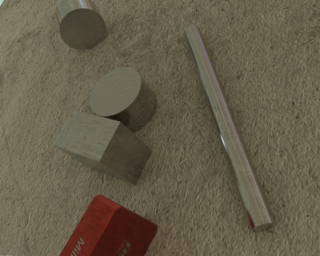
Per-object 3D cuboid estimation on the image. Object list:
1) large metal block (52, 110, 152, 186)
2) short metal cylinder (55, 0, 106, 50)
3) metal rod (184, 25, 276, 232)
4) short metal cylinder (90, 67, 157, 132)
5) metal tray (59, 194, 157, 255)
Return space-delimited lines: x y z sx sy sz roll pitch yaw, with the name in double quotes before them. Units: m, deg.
"large metal block" -0.070 0.025 0.390 0.080 0.080 0.050 13 69 33
"short metal cylinder" -0.144 -0.190 0.561 0.080 0.080 0.050 -33 52 7
"metal rod" 0.073 -0.025 0.380 0.025 0.025 0.299 -22 53 15
"short metal cylinder" -0.051 -0.039 0.438 0.080 0.050 0.080 -13 56 21
"metal tray" -0.062 0.141 0.307 0.030 0.090 0.130 19 72 35
